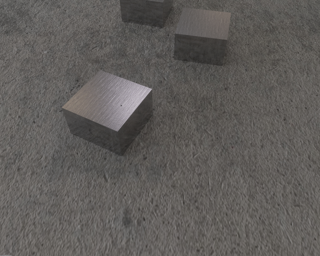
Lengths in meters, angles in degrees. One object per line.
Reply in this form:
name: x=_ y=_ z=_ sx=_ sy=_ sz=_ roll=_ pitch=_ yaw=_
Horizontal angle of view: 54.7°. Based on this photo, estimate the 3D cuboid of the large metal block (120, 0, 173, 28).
large metal block: x=-0.023 y=-0.240 z=0.588 sx=0.080 sy=0.050 sz=0.080 roll=12 pitch=51 yaw=10

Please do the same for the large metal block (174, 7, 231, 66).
large metal block: x=0.071 y=-0.153 z=0.516 sx=0.080 sy=0.050 sz=0.080 roll=9 pitch=51 yaw=8

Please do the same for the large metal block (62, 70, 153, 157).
large metal block: x=-0.065 y=-0.021 z=0.404 sx=0.080 sy=0.050 sz=0.080 roll=22 pitch=53 yaw=17
